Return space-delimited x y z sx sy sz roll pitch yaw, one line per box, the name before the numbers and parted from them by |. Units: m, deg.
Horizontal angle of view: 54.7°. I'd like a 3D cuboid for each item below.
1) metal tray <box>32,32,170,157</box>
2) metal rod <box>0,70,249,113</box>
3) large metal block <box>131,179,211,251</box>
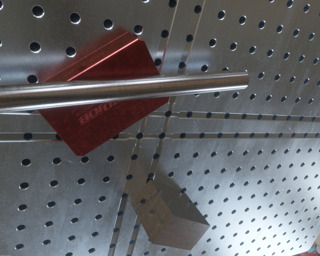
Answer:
metal tray | -0.063 -0.036 0.352 0.131 0.030 0.090 -33 129 -7
metal rod | -0.032 -0.042 0.329 0.303 0.025 0.025 -8 122 -25
large metal block | 0.015 0.131 0.467 0.080 0.080 0.050 27 103 -38
